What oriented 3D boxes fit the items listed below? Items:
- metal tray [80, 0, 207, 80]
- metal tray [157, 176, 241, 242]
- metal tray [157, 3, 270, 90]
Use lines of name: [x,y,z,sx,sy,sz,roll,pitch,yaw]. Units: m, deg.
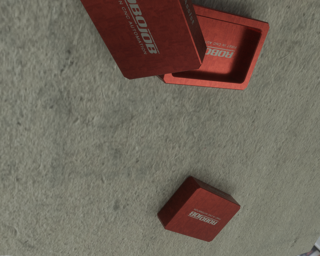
metal tray: [-0.018,-0.110,0.291,0.090,0.030,0.130,-4,135,27]
metal tray: [0.070,0.143,0.533,0.131,0.030,0.090,31,101,-38]
metal tray: [0.063,-0.097,0.379,0.131,0.030,0.089,0,118,-29]
